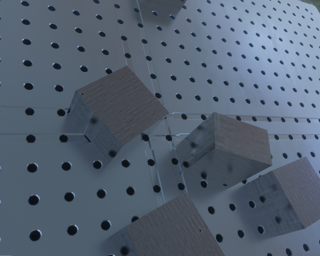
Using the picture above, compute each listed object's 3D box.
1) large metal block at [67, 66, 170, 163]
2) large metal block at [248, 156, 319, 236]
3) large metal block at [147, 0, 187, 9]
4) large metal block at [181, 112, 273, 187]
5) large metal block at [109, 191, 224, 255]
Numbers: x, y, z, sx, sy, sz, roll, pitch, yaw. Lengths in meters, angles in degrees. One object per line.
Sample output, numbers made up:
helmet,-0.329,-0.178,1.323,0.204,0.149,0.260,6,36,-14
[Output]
large metal block,-0.051,-0.018,0.377,0.080,0.050,0.080,49,51,5
large metal block,0.186,0.095,0.437,0.081,0.050,0.080,-13,68,-34
large metal block,0.008,-0.274,0.565,0.081,0.050,0.080,2,61,-28
large metal block,0.082,0.031,0.400,0.081,0.080,0.050,17,55,-19
large metal block,0.008,0.125,0.321,0.081,0.050,0.080,-21,73,-36
